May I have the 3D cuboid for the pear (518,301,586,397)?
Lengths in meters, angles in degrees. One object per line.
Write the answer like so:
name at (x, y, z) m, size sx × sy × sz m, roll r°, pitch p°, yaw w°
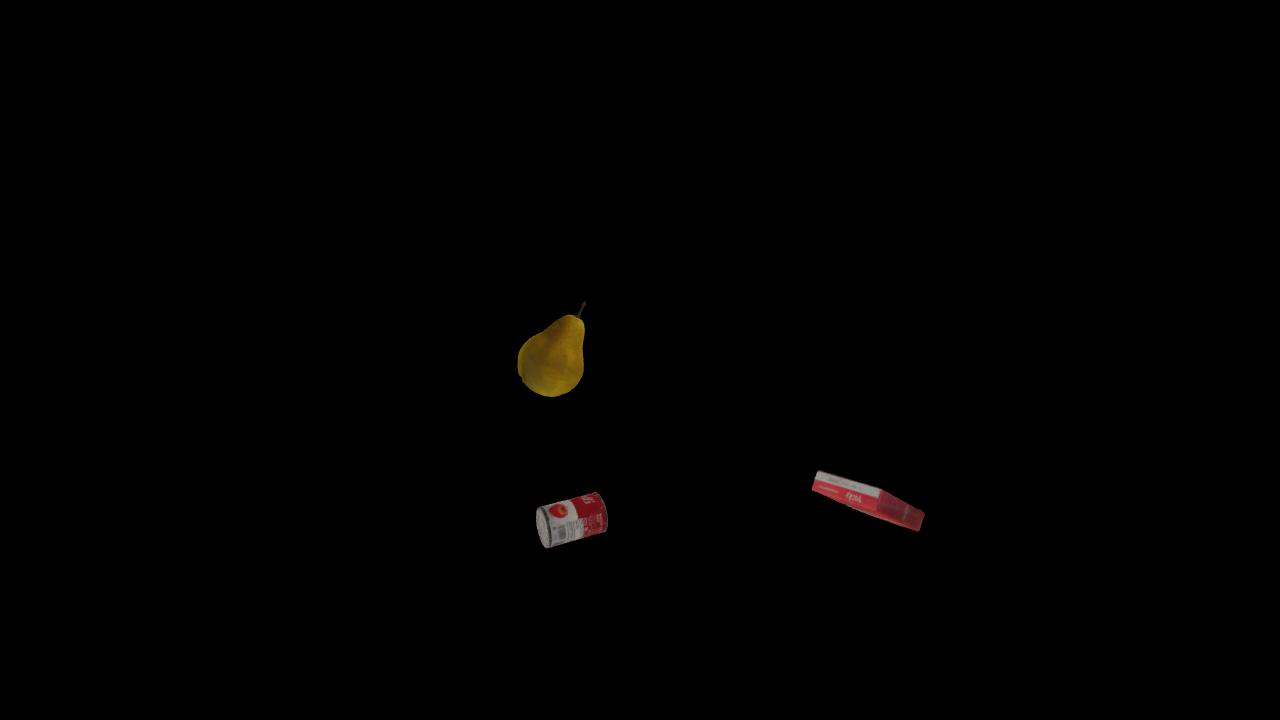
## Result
pear at (-0.089, -0.014, 0.693) m, size 0.080 × 0.111 × 0.080 m, roll 24°, pitch 22°, yaw -10°

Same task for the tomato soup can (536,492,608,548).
tomato soup can at (-0.111, 0.259, 0.994) m, size 0.101 × 0.068 × 0.068 m, roll -10°, pitch 4°, yaw -26°

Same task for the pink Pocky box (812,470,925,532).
pink Pocky box at (0.288, 0.177, 0.770) m, size 0.084 × 0.029 × 0.155 m, roll 12°, pitch -11°, yaw 45°
